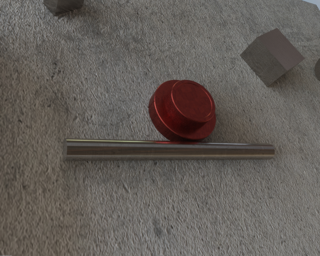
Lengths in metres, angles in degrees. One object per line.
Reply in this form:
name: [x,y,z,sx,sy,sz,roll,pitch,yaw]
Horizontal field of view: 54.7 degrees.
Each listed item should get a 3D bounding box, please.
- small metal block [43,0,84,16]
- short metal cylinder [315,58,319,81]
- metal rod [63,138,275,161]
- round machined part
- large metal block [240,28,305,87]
small metal block: [-0.131,-0.191,0.434,0.025,0.050,0.050,48,51,5]
short metal cylinder: [0.379,-0.132,0.658,0.080,0.080,0.050,46,51,3]
metal rod: [0.031,0.030,0.404,0.303,0.025,0.025,3,61,-27]
round machined part: [0.037,-0.028,0.432,0.099,0.042,0.098,14,56,-21]
large metal block: [0.214,-0.135,0.589,0.081,0.050,0.080,-31,79,-38]
